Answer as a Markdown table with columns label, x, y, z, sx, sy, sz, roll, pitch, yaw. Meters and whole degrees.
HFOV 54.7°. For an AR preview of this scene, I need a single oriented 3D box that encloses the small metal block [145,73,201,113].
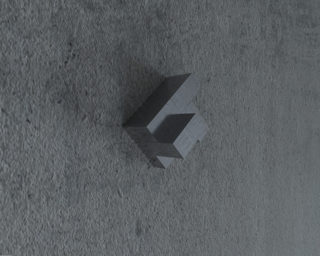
| label | x | y | z | sx | sy | sz | roll | pitch | yaw |
| --- | --- | --- | --- | --- | --- | --- | --- | --- | --- |
| small metal block | 0.017 | -0.044 | 0.406 | 0.050 | 0.050 | 0.025 | -51 | 121 | -28 |

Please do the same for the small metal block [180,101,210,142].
| label | x | y | z | sx | sy | sz | roll | pitch | yaw |
| --- | --- | --- | --- | --- | --- | --- | --- | --- | --- |
| small metal block | 0.030 | -0.008 | 0.417 | 0.025 | 0.050 | 0.050 | -51 | 120 | -28 |

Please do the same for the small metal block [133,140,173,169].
| label | x | y | z | sx | sy | sz | roll | pitch | yaw |
| --- | --- | --- | --- | --- | --- | --- | --- | --- | --- |
| small metal block | 0.001 | 0.018 | 0.409 | 0.050 | 0.025 | 0.050 | -50 | 120 | -28 |

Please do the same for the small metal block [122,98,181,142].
| label | x | y | z | sx | sy | sz | roll | pitch | yaw |
| --- | --- | --- | --- | --- | --- | --- | --- | --- | --- |
| small metal block | -0.011 | -0.010 | 0.382 | 0.050 | 0.050 | 0.025 | -51 | 121 | -28 |

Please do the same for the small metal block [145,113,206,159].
| label | x | y | z | sx | sy | sz | roll | pitch | yaw |
| --- | --- | --- | --- | --- | --- | --- | --- | --- | --- |
| small metal block | 0.018 | 0.009 | 0.375 | 0.050 | 0.050 | 0.025 | -51 | 121 | -28 |
